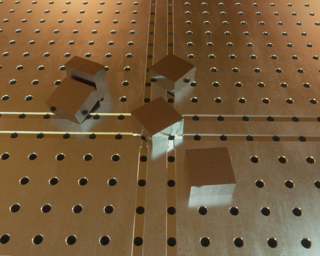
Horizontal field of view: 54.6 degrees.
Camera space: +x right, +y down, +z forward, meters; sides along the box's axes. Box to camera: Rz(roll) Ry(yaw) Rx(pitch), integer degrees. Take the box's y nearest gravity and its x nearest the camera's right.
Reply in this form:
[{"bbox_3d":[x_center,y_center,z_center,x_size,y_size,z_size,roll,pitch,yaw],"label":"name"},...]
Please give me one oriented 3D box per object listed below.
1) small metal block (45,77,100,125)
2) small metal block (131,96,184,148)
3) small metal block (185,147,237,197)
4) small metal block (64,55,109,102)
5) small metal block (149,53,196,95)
[{"bbox_3d":[-0.122,-0.039,0.435,0.050,0.025,0.050,21,63,17],"label":"small metal block"},{"bbox_3d":[-0.004,-0.009,0.416,0.050,0.025,0.050,-29,56,-22],"label":"small metal block"},{"bbox_3d":[0.057,0.051,0.365,0.050,0.025,0.050,-3,50,-3],"label":"small metal block"},{"bbox_3d":[-0.106,-0.072,0.451,0.050,0.050,0.025,21,53,17],"label":"small metal block"},{"bbox_3d":[0.019,-0.085,0.479,0.050,0.025,0.050,34,58,25],"label":"small metal block"}]
